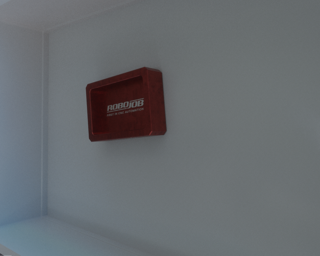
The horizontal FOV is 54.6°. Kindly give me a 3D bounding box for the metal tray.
[{"bbox_3d":[-0.053,-0.029,0.448,0.130,0.030,0.090,-7,85,40],"label":"metal tray"}]
